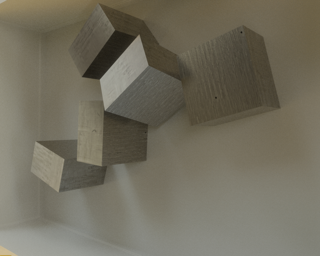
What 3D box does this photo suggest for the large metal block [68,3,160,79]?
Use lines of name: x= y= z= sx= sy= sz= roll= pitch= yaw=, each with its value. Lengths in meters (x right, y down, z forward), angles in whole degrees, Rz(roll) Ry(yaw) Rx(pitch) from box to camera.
large metal block: x=-0.063 y=-0.110 z=0.421 sx=0.080 sy=0.081 sz=0.050 roll=-45 pitch=64 yaw=30

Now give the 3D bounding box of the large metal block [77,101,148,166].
large metal block: x=-0.062 y=0.005 z=0.420 sx=0.050 sy=0.081 sz=0.079 roll=4 pitch=93 yaw=39

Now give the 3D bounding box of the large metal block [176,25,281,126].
large metal block: x=0.071 y=-0.050 z=0.330 sx=0.080 sy=0.050 sz=0.080 roll=-17 pitch=80 yaw=38

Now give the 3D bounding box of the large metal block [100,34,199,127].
large metal block: x=-0.013 y=-0.052 z=0.373 sx=0.080 sy=0.080 sz=0.050 roll=-40 pitch=49 yaw=32

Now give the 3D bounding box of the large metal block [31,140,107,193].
large metal block: x=-0.140 y=0.055 z=0.484 sx=0.080 sy=0.081 sz=0.050 roll=21 pitch=103 yaw=37
